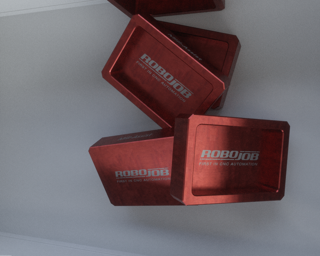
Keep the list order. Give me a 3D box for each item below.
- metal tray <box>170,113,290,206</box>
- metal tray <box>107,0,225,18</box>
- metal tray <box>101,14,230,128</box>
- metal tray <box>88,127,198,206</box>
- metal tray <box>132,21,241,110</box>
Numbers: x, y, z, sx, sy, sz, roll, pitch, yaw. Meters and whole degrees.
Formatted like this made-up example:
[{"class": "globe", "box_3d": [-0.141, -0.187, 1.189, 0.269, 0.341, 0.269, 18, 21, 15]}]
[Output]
[{"class": "metal tray", "box_3d": [0.079, 0.033, 0.337, 0.131, 0.030, 0.089, 3, 92, -24]}, {"class": "metal tray", "box_3d": [0.007, -0.166, 0.372, 0.130, 0.090, 0.030, 1, 91, 19]}, {"class": "metal tray", "box_3d": [0.004, -0.059, 0.365, 0.130, 0.030, 0.089, 41, 119, 7]}, {"class": "metal tray", "box_3d": [-0.016, 0.051, 0.384, 0.130, 0.030, 0.090, -9, 110, 29]}, {"class": "metal tray", "box_3d": [0.027, -0.082, 0.397, 0.130, 0.030, 0.089, 17, 96, 18]}]
